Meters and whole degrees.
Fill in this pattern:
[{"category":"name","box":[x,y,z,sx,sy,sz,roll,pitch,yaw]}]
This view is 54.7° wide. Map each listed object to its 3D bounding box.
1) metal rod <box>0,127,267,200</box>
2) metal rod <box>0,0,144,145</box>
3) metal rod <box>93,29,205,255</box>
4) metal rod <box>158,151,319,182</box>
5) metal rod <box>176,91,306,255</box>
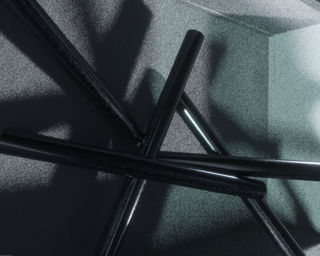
[{"category":"metal rod","box":[-0.010,0.045,0.340,0.302,0.025,0.025,14,81,-21]},{"category":"metal rod","box":[-0.101,-0.082,0.291,0.025,0.025,0.300,-58,133,-24]},{"category":"metal rod","box":[-0.007,0.010,0.374,0.025,0.025,0.299,33,71,-36]},{"category":"metal rod","box":[0.126,0.050,0.394,0.302,0.025,0.025,4,87,0]},{"category":"metal rod","box":[0.106,0.069,0.418,0.025,0.025,0.299,-34,86,-35]}]
